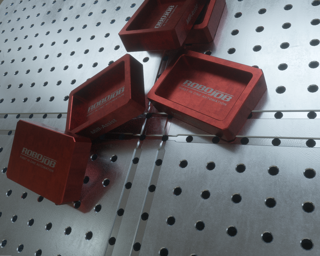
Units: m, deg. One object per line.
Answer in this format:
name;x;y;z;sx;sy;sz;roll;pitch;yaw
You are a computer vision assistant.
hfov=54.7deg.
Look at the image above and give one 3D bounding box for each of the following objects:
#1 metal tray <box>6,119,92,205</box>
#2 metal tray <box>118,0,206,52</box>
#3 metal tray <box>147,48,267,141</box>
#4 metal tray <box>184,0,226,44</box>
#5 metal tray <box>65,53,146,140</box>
metal tray;-0.160;0.044;0.438;0.130;0.030;0.089;14;92;33
metal tray;0.007;-0.166;0.463;0.090;0.030;0.130;4;50;29
metal tray;0.057;-0.048;0.403;0.130;0.030;0.090;26;76;36
metal tray;0.030;-0.179;0.497;0.130;0.030;0.090;6;65;30
metal tray;-0.082;-0.039;0.450;0.130;0.030;0.090;-26;51;29
